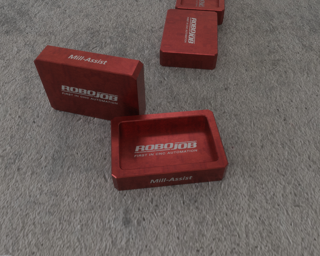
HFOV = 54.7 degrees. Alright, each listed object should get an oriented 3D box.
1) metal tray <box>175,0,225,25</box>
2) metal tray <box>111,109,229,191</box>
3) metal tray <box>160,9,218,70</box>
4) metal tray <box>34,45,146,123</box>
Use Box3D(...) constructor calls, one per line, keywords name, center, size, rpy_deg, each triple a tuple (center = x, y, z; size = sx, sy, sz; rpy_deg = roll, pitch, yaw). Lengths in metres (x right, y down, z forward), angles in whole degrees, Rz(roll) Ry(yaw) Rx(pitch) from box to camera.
Box3D(name="metal tray", center=(0.080, -0.256, 0.614), size=(0.090, 0.030, 0.130), rpy_deg=(6, 50, 4))
Box3D(name="metal tray", center=(0.008, 0.024, 0.379), size=(0.131, 0.030, 0.090), rpy_deg=(-5, 50, -4))
Box3D(name="metal tray", center=(0.051, -0.155, 0.531), size=(0.091, 0.030, 0.130), rpy_deg=(5, 50, 4))
Box3D(name="metal tray", center=(-0.086, -0.053, 0.404), size=(0.131, 0.090, 0.030), rpy_deg=(11, 51, 9))
